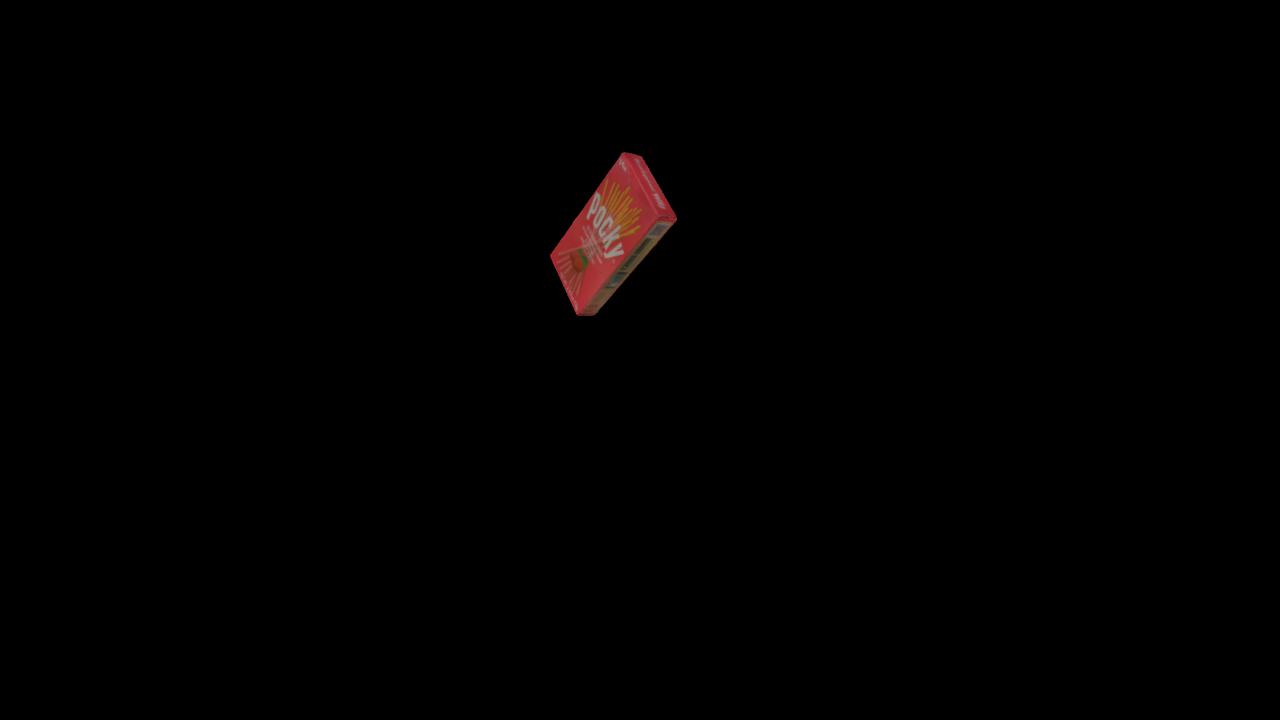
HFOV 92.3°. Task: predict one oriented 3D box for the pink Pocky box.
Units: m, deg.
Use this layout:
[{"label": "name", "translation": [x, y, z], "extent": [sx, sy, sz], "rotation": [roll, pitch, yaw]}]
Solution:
[{"label": "pink Pocky box", "translation": [-0.032, -0.122, 0.622], "extent": [0.029, 0.084, 0.155], "rotation": [-5, -29, -44]}]
